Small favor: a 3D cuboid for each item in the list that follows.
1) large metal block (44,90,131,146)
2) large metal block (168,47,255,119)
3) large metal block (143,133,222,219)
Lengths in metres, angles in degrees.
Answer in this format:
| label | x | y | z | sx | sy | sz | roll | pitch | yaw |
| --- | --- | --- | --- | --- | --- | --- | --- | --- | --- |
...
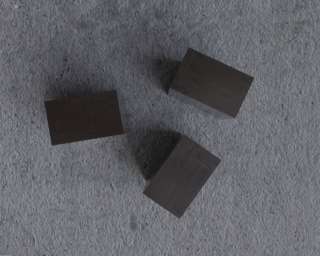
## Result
| label | x | y | z | sx | sy | sz | roll | pitch | yaw |
| --- | --- | --- | --- | --- | --- | --- | --- | --- | --- |
| large metal block | -0.084 | -0.012 | 0.382 | 0.080 | 0.080 | 0.050 | -9 | 90 | 0 |
| large metal block | 0.058 | -0.050 | 0.383 | 0.080 | 0.080 | 0.050 | 25 | 90 | 0 |
| large metal block | 0.025 | 0.054 | 0.383 | 0.050 | 0.080 | 0.080 | 35 | 90 | 0 |
